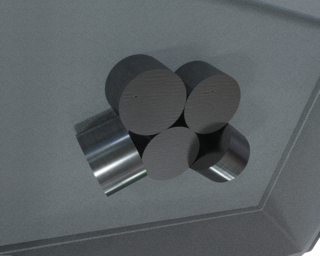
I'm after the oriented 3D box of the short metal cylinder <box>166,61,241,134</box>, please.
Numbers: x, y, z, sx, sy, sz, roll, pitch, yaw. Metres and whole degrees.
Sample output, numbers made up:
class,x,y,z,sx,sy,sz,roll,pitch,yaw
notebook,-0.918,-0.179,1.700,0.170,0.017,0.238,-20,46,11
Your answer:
class,x,y,z,sx,sy,sz,roll,pitch,yaw
short metal cylinder,0.054,-0.039,0.396,0.081,0.050,0.079,-14,124,-21

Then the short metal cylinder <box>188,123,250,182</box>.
class,x,y,z,sx,sy,sz,roll,pitch,yaw
short metal cylinder,0.076,0.030,0.430,0.050,0.080,0.080,34,99,-38

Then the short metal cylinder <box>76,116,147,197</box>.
class,x,y,z,sx,sy,sz,roll,pitch,yaw
short metal cylinder,-0.056,0.032,0.360,0.050,0.080,0.080,-27,128,-11

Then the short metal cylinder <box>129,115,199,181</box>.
class,x,y,z,sx,sy,sz,roll,pitch,yaw
short metal cylinder,0.004,0.021,0.406,0.081,0.050,0.079,-14,124,-21

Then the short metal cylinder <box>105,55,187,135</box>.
class,x,y,z,sx,sy,sz,roll,pitch,yaw
short metal cylinder,-0.017,-0.038,0.357,0.081,0.050,0.079,-14,124,-21
